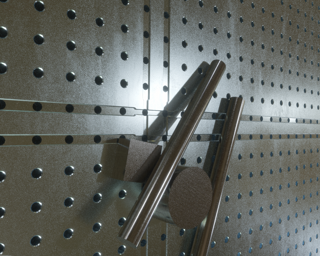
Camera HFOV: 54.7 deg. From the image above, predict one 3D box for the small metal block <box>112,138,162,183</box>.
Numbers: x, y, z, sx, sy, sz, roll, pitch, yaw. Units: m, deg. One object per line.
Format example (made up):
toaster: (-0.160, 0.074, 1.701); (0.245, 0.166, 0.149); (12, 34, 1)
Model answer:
small metal block: (-0.028, 0.042, 0.388); (0.050, 0.025, 0.050); (15, 80, -39)

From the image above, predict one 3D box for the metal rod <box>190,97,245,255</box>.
metal rod: (0.087, 0.091, 0.485); (0.025, 0.025, 0.299); (28, 72, -37)

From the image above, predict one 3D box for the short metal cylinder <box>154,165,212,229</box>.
short metal cylinder: (0.025, 0.089, 0.416); (0.081, 0.050, 0.079); (0, 90, -40)

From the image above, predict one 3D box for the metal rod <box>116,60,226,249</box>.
metal rod: (0.028, 0.012, 0.410); (0.025, 0.025, 0.301); (50, 53, -29)
